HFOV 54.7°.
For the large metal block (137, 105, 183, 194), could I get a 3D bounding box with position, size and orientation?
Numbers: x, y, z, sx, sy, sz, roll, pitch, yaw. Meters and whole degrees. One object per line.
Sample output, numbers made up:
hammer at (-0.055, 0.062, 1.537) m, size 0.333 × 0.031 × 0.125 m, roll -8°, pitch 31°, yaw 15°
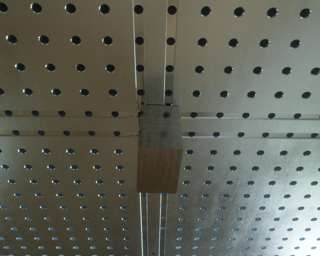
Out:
large metal block at (-0.002, 0.027, 0.397) m, size 0.050 × 0.080 × 0.079 m, roll 3°, pitch 130°, yaw -3°
